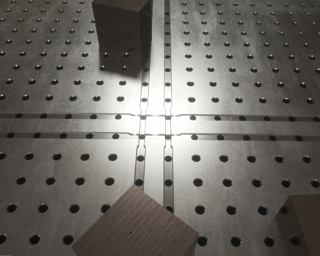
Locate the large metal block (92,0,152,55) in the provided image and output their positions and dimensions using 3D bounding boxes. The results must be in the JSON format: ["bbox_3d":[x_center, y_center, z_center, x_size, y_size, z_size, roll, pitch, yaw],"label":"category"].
[{"bbox_3d":[-0.061,-0.178,0.521,0.080,0.080,0.050,16,52,12],"label":"large metal block"}]

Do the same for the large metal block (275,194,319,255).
[{"bbox_3d":[0.170,0.112,0.300,0.081,0.050,0.080,-2,50,-2],"label":"large metal block"}]

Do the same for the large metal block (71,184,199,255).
[{"bbox_3d":[-0.021,0.115,0.294,0.080,0.050,0.080,32,57,23],"label":"large metal block"}]
